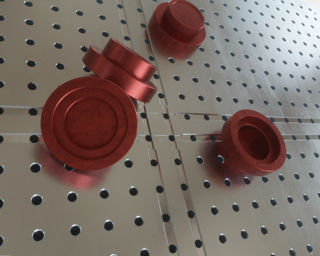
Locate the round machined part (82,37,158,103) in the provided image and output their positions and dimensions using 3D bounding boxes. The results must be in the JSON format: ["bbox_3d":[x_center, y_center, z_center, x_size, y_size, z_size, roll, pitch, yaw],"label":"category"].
[{"bbox_3d":[-0.043,-0.076,0.387,0.098,0.042,0.098,33,11,-7],"label":"round machined part"}]

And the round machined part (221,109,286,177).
[{"bbox_3d":[0.131,0.025,0.452,0.099,0.042,0.098,13,56,-21],"label":"round machined part"}]

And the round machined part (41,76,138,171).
[{"bbox_3d":[-0.075,-0.005,0.340,0.099,0.042,0.097,0,92,-9],"label":"round machined part"}]

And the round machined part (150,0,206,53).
[{"bbox_3d":[0.037,-0.178,0.525,0.099,0.042,0.098,13,56,-21],"label":"round machined part"}]
